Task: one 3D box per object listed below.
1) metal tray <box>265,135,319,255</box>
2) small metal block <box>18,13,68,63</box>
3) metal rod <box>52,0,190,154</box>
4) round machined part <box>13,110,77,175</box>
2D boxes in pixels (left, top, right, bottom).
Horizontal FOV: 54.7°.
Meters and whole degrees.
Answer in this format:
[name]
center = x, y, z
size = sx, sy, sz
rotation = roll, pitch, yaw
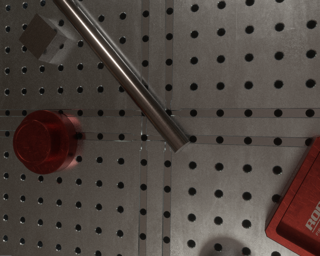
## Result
[metal tray]
center = 0.187, 0.083, 0.344
size = 0.090, 0.030, 0.129
rotation = 28, 99, 17
[small metal block]
center = -0.179, -0.137, 0.474
size = 0.050, 0.025, 0.050
rotation = 45, 103, 14
[metal rod]
center = -0.063, -0.088, 0.433
size = 0.025, 0.025, 0.300
rotation = -42, 77, 15
[round machined part]
center = -0.179, 0.021, 0.465
size = 0.098, 0.042, 0.097
rotation = 0, 90, 19
